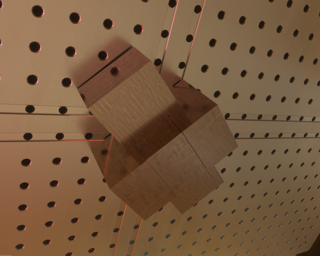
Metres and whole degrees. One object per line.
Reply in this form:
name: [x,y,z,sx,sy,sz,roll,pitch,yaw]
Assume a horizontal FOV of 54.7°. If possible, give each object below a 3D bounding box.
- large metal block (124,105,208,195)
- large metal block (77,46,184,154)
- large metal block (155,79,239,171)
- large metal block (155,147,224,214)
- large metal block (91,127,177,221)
large metal block: [0.006,0.026,0.397,0.050,0.080,0.080,-38,130,-3]
large metal block: [-0.032,-0.031,0.356,0.080,0.050,0.080,-38,130,-2]
large metal block: [0.046,-0.005,0.400,0.050,0.080,0.080,-38,130,-3]
large metal block: [0.037,0.068,0.460,0.080,0.050,0.080,-37,130,-3]
large metal block: [-0.034,0.057,0.394,0.050,0.080,0.080,-38,130,-3]
